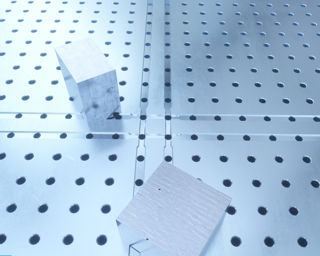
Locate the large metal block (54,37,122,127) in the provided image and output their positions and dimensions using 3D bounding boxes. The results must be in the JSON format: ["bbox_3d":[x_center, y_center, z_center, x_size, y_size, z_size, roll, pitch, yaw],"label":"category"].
[{"bbox_3d":[-0.097,-0.063,0.424,0.050,0.080,0.080,-25,55,-20],"label":"large metal block"}]

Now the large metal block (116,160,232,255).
[{"bbox_3d":[0.015,0.093,0.314,0.080,0.050,0.080,28,55,21],"label":"large metal block"}]
